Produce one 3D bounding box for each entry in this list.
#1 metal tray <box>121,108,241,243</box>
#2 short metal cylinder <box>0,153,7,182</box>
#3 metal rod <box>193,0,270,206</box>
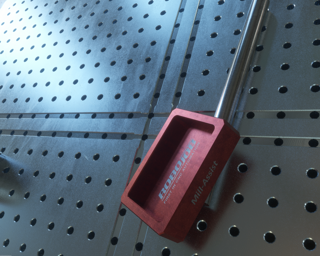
[{"bbox_3d":[0.019,0.045,0.342,0.090,0.030,0.130,19,76,54],"label":"metal tray"},{"bbox_3d":[-0.304,0.068,0.511,0.080,0.050,0.080,-13,56,21],"label":"short metal cylinder"},{"bbox_3d":[0.093,-0.050,0.389,0.025,0.025,0.300,8,65,32],"label":"metal rod"}]
